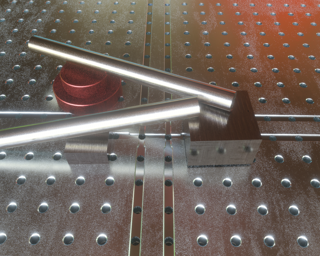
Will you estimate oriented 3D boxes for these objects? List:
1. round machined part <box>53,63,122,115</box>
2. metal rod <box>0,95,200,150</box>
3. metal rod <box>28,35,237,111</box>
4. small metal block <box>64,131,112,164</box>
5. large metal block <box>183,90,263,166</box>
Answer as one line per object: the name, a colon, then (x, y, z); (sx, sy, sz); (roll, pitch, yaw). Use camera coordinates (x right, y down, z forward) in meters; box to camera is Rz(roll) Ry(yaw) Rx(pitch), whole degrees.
round machined part: (-0.107, -0.068, 0.452); (0.099, 0.042, 0.098); (0, 50, 0)
metal rod: (-0.104, -0.001, 0.372); (0.302, 0.025, 0.025); (-9, 50, 5)
metal rod: (-0.049, -0.078, 0.410); (0.301, 0.025, 0.025); (19, 52, 18)
small metal block: (-0.089, 0.018, 0.392); (0.050, 0.025, 0.050); (0, 50, -1)
large metal block: (0.073, -0.001, 0.389); (0.081, 0.050, 0.080); (-1, 50, -2)
